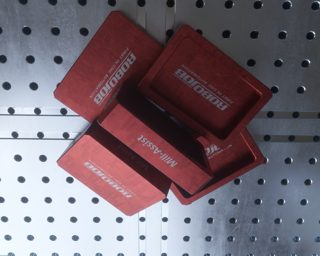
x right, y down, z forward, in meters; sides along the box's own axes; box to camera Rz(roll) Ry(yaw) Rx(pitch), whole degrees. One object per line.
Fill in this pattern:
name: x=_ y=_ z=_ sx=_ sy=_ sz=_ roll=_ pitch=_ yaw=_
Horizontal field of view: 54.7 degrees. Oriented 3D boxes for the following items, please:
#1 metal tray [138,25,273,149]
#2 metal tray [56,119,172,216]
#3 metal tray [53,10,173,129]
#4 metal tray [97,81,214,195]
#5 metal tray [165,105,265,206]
metal tray: x=0.051 y=-0.046 z=0.362 sx=0.130 sy=0.030 sz=0.090 roll=34 pitch=106 yaw=-12
metal tray: x=-0.061 y=0.058 z=0.411 sx=0.130 sy=0.030 sz=0.090 roll=40 pitch=130 yaw=-14
metal tray: x=-0.057 y=-0.066 z=0.385 sx=0.090 sy=0.030 sz=0.130 roll=37 pitch=106 yaw=-13
metal tray: x=-0.003 y=0.008 z=0.349 sx=0.130 sy=0.090 sz=0.030 roll=39 pitch=105 yaw=-14
metal tray: x=0.063 y=0.038 z=0.424 sx=0.130 sy=0.030 sz=0.090 roll=-32 pitch=107 yaw=10
